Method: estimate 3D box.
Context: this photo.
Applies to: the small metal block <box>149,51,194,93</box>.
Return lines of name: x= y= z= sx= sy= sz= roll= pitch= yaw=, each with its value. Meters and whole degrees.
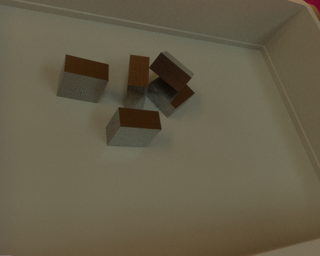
small metal block: x=0.017 y=-0.077 z=0.417 sx=0.050 sy=0.025 sz=0.050 roll=39 pitch=18 yaw=-2

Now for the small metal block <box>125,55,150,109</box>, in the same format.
small metal block: x=-0.031 y=-0.059 z=0.408 sx=0.025 sy=0.050 sz=0.050 roll=6 pitch=58 yaw=-8

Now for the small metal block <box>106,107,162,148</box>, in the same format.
small metal block: x=-0.033 y=0.001 z=0.373 sx=0.050 sy=0.050 sz=0.025 roll=5 pitch=60 yaw=-26

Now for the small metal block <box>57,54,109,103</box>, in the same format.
small metal block: x=-0.094 y=-0.058 z=0.375 sx=0.050 sy=0.050 sz=0.025 roll=9 pitch=58 yaw=-24

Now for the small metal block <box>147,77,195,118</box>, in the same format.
small metal block: x=0.013 y=-0.050 z=0.445 sx=0.050 sy=0.025 sz=0.050 roll=47 pitch=51 yaw=4
